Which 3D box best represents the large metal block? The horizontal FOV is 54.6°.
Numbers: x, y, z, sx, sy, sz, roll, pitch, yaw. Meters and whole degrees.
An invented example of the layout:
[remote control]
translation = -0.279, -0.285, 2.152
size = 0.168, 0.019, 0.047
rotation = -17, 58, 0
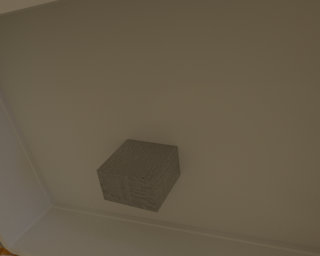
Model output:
[large metal block]
translation = -0.026, 0.061, 0.425
size = 0.080, 0.080, 0.050
rotation = 7, 122, 25
